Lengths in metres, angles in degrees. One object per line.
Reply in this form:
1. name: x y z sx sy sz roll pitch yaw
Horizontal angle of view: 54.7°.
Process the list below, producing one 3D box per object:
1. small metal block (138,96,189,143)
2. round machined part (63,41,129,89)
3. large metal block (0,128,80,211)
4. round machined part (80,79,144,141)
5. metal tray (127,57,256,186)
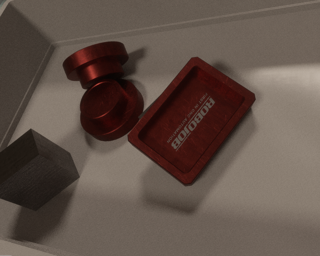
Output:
1. small metal block: 0.008 -0.013 0.408 0.050 0.025 0.050 -45 51 -4
2. round machined part: -0.093 -0.091 0.474 0.098 0.098 0.042 -22 89 15
3. large metal block: -0.173 0.059 0.422 0.080 0.080 0.050 -38 51 2
4. round machined part: -0.077 -0.033 0.454 0.098 0.042 0.098 -13 56 20
5. metal tray: 0.037 -0.009 0.365 0.090 0.030 0.130 37 81 13
